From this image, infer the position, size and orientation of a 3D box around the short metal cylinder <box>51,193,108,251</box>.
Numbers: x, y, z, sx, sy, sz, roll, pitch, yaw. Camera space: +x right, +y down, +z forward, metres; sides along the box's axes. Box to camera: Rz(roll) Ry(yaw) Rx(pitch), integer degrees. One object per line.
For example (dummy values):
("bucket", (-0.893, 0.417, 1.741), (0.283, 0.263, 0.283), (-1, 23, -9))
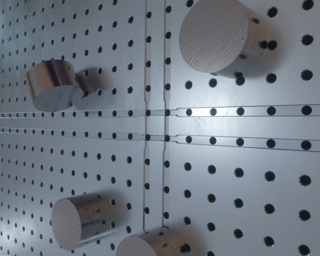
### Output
("short metal cylinder", (-0.130, 0.149, 0.497), (0.080, 0.050, 0.079), (0, 90, 39))

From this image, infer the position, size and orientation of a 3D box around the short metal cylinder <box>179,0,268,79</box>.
("short metal cylinder", (0.068, -0.096, 0.336), (0.080, 0.050, 0.079), (0, 90, 39))

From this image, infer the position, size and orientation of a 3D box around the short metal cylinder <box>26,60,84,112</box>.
("short metal cylinder", (-0.174, -0.068, 0.514), (0.080, 0.081, 0.050), (-37, 68, 33))

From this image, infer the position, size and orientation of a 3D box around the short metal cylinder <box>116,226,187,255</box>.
("short metal cylinder", (-0.012, 0.174, 0.401), (0.080, 0.050, 0.079), (0, 90, 39))
